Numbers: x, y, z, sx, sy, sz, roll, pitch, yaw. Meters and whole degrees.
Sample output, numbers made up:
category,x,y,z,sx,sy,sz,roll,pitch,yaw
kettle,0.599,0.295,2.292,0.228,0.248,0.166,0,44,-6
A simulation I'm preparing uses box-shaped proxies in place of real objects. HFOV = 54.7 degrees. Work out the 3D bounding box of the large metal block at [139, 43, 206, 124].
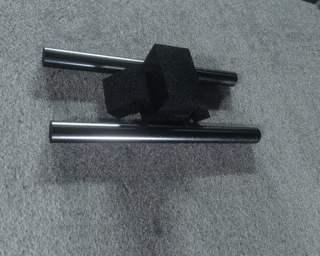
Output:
category,x,y,z,sx,sy,sz,roll,pitch,yaw
large metal block,0.007,-0.051,0.409,0.050,0.080,0.080,1,62,-28

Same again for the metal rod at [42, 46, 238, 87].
category,x,y,z,sx,sy,sz,roll,pitch,yaw
metal rod,-0.010,-0.085,0.453,0.303,0.025,0.025,1,61,-28

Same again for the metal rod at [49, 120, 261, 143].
category,x,y,z,sx,sy,sz,roll,pitch,yaw
metal rod,0.014,0.008,0.409,0.303,0.025,0.025,2,61,-28

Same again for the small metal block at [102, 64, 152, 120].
category,x,y,z,sx,sy,sz,roll,pitch,yaw
small metal block,-0.043,-0.045,0.394,0.025,0.050,0.050,37,36,-59

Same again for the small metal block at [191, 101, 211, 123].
category,x,y,z,sx,sy,sz,roll,pitch,yaw
small metal block,0.050,-0.042,0.442,0.025,0.050,0.050,-18,64,9
